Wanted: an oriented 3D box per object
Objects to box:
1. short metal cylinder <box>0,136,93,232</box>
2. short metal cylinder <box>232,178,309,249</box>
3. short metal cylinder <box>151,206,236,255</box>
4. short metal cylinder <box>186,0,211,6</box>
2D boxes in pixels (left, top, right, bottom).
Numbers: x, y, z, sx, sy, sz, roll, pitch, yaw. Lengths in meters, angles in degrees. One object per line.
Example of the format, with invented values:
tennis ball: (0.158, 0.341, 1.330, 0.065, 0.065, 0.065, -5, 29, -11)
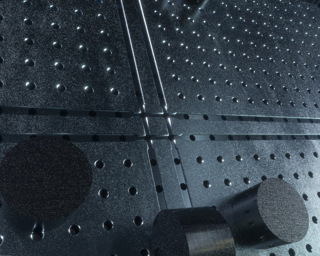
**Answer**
short metal cylinder: (-0.111, 0.054, 0.299, 0.081, 0.050, 0.080, 14, 56, -21)
short metal cylinder: (0.142, 0.111, 0.400, 0.081, 0.050, 0.080, 14, 56, -21)
short metal cylinder: (0.031, 0.122, 0.315, 0.050, 0.080, 0.080, 3, 60, -27)
short metal cylinder: (0.076, -0.289, 0.609, 0.081, 0.050, 0.080, 14, 56, -21)
